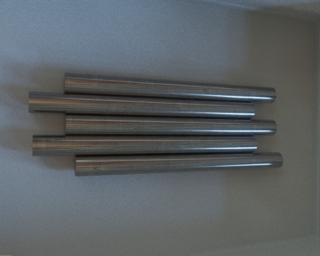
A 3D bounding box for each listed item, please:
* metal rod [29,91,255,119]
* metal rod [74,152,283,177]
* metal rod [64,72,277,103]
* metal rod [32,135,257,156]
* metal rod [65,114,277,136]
[{"bbox_3d":[-0.008,-0.028,0.407,0.303,0.025,0.025,1,90,-21],"label":"metal rod"},{"bbox_3d":[0.040,0.048,0.425,0.303,0.025,0.025,1,90,-21],"label":"metal rod"},{"bbox_3d":[0.028,-0.052,0.420,0.303,0.025,0.025,1,90,-21],"label":"metal rod"},{"bbox_3d":[-0.004,0.022,0.408,0.303,0.025,0.025,1,90,-21],"label":"metal rod"},{"bbox_3d":[0.029,-0.002,0.421,0.303,0.025,0.025,1,90,-21],"label":"metal rod"}]
